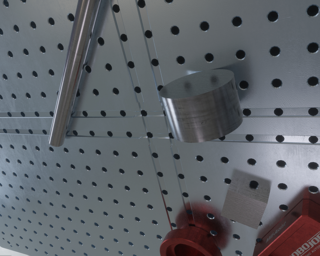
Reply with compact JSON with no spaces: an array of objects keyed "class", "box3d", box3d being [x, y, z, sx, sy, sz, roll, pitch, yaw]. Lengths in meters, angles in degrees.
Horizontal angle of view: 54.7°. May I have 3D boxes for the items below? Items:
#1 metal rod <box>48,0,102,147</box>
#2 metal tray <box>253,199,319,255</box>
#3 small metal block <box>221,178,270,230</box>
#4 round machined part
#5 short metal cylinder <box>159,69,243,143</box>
[{"class":"metal rod","box3d":[-0.118,-0.081,0.423,0.025,0.025,0.298,33,129,6]},{"class":"metal tray","box3d":[0.193,0.161,0.406,0.090,0.030,0.129,30,128,8]},{"class":"small metal block","box3d":[0.113,0.101,0.414,0.050,0.025,0.050,18,126,17]},{"class":"round machined part","box3d":[0.053,0.196,0.494,0.098,0.042,0.097,13,124,21]},{"class":"short metal cylinder","box3d":[0.045,-0.026,0.336,0.080,0.080,0.050,-4,117,30]}]
